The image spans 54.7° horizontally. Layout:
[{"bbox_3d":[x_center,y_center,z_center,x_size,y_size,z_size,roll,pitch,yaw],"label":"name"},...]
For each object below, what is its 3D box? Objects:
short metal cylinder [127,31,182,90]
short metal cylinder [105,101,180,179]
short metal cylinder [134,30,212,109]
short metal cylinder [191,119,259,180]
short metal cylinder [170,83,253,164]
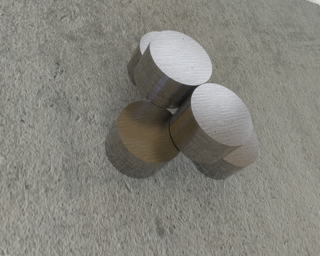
[{"bbox_3d":[-0.001,-0.091,0.444,0.081,0.050,0.080,14,56,-21],"label":"short metal cylinder"},{"bbox_3d":[-0.020,0.015,0.369,0.081,0.050,0.080,14,56,-21],"label":"short metal cylinder"},{"bbox_3d":[0.015,-0.070,0.375,0.081,0.050,0.080,13,56,-20],"label":"short metal cylinder"},{"bbox_3d":[0.085,0.024,0.419,0.081,0.050,0.080,14,56,-21],"label":"short metal cylinder"},{"bbox_3d":[0.058,-0.005,0.358,0.081,0.050,0.080,14,56,-21],"label":"short metal cylinder"}]
